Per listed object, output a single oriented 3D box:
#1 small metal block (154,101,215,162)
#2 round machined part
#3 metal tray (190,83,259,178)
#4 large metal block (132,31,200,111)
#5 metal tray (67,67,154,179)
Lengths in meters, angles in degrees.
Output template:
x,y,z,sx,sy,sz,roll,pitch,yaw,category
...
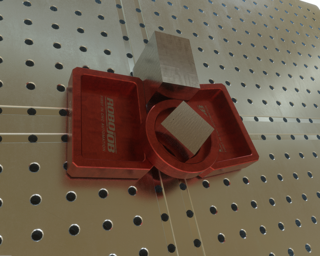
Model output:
x,y,z,sx,sy,sz,roll,pitch,yaw,category
0.028,0.004,0.362,0.050,0.025,0.050,43,51,1,small metal block
0.020,0.017,0.381,0.099,0.042,0.098,14,56,-21,round machined part
0.075,-0.001,0.441,0.091,0.030,0.130,-7,65,-31,metal tray
0.004,-0.066,0.411,0.050,0.080,0.080,6,59,-25,large metal block
-0.061,-0.007,0.371,0.091,0.030,0.130,6,59,-25,metal tray
